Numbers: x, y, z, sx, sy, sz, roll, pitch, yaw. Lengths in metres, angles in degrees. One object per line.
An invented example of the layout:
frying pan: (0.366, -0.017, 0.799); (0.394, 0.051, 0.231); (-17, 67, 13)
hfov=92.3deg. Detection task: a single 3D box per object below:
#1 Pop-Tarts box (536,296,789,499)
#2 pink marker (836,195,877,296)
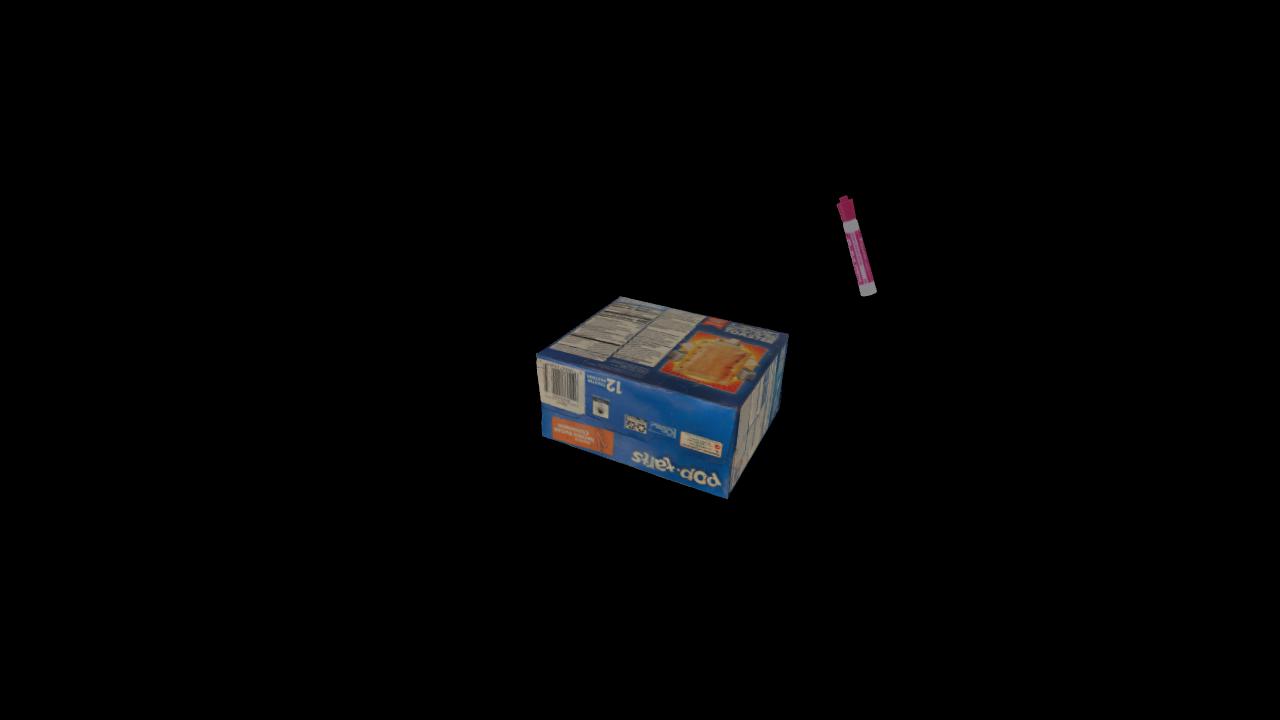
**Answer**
Pop-Tarts box: (0.022, 0.021, 0.518); (0.167, 0.083, 0.141); (15, 31, 22)
pink marker: (0.257, -0.135, 0.730); (0.020, 0.121, 0.020); (-19, 12, 4)
